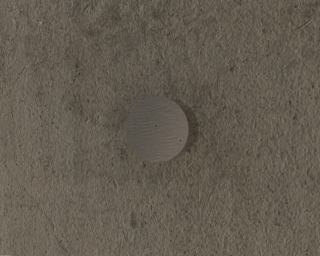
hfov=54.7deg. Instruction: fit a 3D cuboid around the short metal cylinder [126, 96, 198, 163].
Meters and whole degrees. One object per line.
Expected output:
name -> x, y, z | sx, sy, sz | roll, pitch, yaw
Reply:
short metal cylinder -> 0.004, 0.002, 0.395 | 0.080, 0.050, 0.079 | 0, 90, 19
